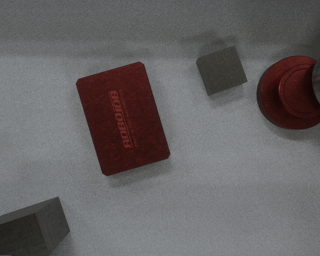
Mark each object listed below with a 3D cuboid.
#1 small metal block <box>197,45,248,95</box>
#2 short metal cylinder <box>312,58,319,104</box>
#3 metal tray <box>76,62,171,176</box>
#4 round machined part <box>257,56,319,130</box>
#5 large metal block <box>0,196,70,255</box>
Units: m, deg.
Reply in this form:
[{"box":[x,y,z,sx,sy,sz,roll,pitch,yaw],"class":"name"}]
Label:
[{"box":[0.082,-0.076,0.412,0.050,0.025,0.050,-19,90,-1],"class":"small metal block"},{"box":[0.230,-0.057,0.365,0.081,0.050,0.080,2,83,-21],"class":"short metal cylinder"},{"box":[-0.047,-0.012,0.408,0.091,0.030,0.129,-16,90,-1],"class":"metal tray"},{"box":[0.182,-0.046,0.405,0.099,0.042,0.097,0,90,0],"class":"round machined part"},{"box":[-0.168,0.130,0.382,0.080,0.080,0.050,-18,90,0],"class":"large metal block"}]
